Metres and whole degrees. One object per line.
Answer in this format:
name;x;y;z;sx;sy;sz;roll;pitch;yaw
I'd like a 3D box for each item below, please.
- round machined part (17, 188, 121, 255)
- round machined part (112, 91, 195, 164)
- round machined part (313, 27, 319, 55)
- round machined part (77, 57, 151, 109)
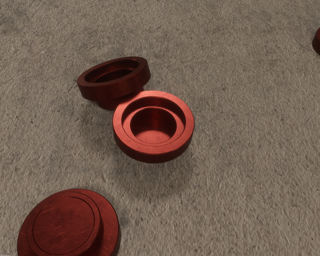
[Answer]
round machined part;-0.090;0.103;0.305;0.099;0.042;0.098;0;50;0
round machined part;-0.009;0.003;0.387;0.099;0.042;0.098;2;53;-3
round machined part;0.317;-0.152;0.524;0.099;0.042;0.098;0;50;0
round machined part;-0.060;-0.060;0.428;0.098;0.042;0.098;-11;31;7
